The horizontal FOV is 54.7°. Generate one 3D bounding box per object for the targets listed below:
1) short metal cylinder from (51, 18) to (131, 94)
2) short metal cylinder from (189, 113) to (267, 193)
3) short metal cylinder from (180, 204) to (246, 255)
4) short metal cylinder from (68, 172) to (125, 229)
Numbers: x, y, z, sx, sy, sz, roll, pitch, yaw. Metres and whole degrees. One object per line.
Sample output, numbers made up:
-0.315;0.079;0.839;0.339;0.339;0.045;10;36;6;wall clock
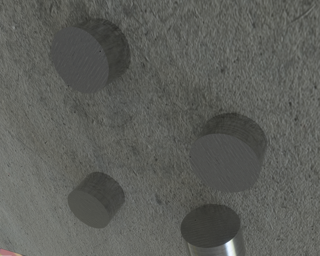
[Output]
-0.084;-0.089;0.380;0.080;0.050;0.079;13;124;21;short metal cylinder
0.081;0.029;0.366;0.080;0.050;0.079;13;124;21;short metal cylinder
0.073;0.151;0.426;0.080;0.080;0.050;-1;118;29;short metal cylinder
-0.107;0.121;0.522;0.080;0.050;0.079;13;124;21;short metal cylinder
